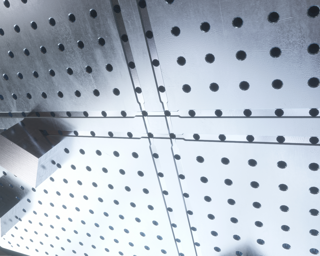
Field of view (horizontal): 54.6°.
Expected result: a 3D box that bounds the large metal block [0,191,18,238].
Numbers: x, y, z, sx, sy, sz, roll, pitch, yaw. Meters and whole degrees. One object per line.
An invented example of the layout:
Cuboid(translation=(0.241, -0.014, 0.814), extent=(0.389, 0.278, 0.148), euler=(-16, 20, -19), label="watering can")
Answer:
Cuboid(translation=(-0.378, 0.192, 0.715), extent=(0.080, 0.050, 0.079), euler=(29, 128, 10), label="large metal block")

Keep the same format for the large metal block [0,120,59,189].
Cuboid(translation=(-0.231, 0.046, 0.547), extent=(0.080, 0.050, 0.079), euler=(30, 128, 9), label="large metal block")
